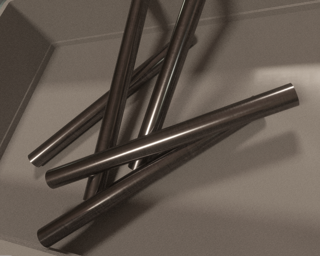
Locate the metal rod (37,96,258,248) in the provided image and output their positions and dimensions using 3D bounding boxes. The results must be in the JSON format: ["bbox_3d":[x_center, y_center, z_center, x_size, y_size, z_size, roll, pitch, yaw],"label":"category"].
[{"bbox_3d":[-0.012,0.053,0.367,0.301,0.025,0.025,-32,52,2],"label":"metal rod"}]

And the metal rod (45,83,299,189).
[{"bbox_3d":[0.001,0.015,0.354,0.301,0.025,0.025,-20,54,14],"label":"metal rod"}]

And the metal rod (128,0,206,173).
[{"bbox_3d":[0.020,-0.088,0.371,0.025,0.025,0.298,24,99,36],"label":"metal rod"}]

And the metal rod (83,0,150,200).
[{"bbox_3d":[-0.055,-0.051,0.420,0.025,0.025,0.299,6,78,30],"label":"metal rod"}]

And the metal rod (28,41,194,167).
[{"bbox_3d":[-0.075,-0.043,0.469,0.300,0.025,0.025,-38,51,1],"label":"metal rod"}]
